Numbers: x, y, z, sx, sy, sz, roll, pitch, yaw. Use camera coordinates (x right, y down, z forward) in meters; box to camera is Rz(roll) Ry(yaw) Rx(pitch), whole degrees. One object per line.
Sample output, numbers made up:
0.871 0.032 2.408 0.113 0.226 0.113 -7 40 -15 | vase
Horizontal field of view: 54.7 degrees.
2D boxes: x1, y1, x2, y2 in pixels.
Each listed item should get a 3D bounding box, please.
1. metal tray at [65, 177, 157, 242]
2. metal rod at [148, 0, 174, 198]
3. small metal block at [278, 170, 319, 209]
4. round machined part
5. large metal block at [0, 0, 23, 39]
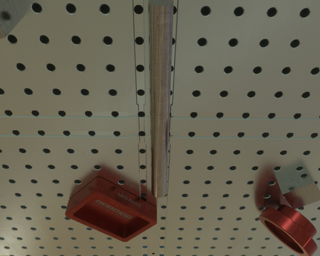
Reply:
-0.080 0.143 0.529 0.130 0.030 0.090 35 122 -27 | metal tray
0.000 -0.011 0.402 0.025 0.025 0.298 0 130 -1 | metal rod
0.228 0.101 0.502 0.050 0.025 0.050 -28 125 21 | small metal block
0.221 0.168 0.523 0.042 0.098 0.098 -45 125 -11 | round machined part
-0.193 -0.123 0.288 0.080 0.050 0.080 -11 130 8 | large metal block
